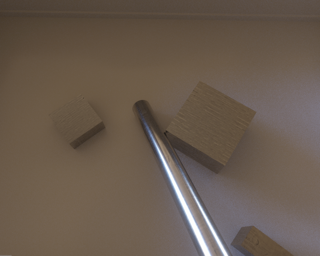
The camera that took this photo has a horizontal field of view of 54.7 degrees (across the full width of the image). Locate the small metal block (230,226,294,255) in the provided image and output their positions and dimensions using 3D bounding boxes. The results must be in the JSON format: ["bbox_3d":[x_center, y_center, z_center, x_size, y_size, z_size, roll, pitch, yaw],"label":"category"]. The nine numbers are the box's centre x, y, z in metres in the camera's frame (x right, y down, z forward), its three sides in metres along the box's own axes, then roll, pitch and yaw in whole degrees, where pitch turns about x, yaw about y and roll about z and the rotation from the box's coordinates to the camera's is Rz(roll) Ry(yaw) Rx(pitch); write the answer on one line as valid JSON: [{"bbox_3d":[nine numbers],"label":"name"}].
[{"bbox_3d":[0.113,0.137,0.348,0.050,0.050,0.025,36,74,12],"label":"small metal block"}]

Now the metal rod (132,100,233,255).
[{"bbox_3d":[0.023,0.062,0.312,0.025,0.025,0.300,-20,42,-7],"label":"metal rod"}]

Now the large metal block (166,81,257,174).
[{"bbox_3d":[0.062,0.000,0.397,0.080,0.050,0.080,31,73,10],"label":"large metal block"}]

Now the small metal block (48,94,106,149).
[{"bbox_3d":[-0.110,-0.009,0.412,0.050,0.025,0.050,-36,74,-13],"label":"small metal block"}]
